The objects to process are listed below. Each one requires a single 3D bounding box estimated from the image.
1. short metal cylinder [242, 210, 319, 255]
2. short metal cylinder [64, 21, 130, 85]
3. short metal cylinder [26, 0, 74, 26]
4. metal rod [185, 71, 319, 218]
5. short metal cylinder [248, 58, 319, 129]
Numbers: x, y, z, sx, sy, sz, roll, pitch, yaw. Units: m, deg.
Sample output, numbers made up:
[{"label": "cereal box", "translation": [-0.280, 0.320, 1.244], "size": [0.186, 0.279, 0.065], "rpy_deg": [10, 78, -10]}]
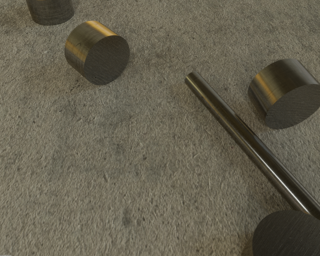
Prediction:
[{"label": "short metal cylinder", "translation": [0.120, 0.123, 0.284], "size": [0.081, 0.050, 0.080], "rpy_deg": [0, 50, 0]}, {"label": "short metal cylinder", "translation": [-0.092, -0.111, 0.460], "size": [0.080, 0.080, 0.050], "rpy_deg": [-35, 59, -26]}, {"label": "short metal cylinder", "translation": [-0.208, -0.238, 0.585], "size": [0.081, 0.050, 0.080], "rpy_deg": [0, 50, 0]}, {"label": "metal rod", "translation": [0.118, 0.027, 0.381], "size": [0.025, 0.025, 0.300], "rpy_deg": [-22, 54, -17]}, {"label": "short metal cylinder", "translation": [0.164, -0.043, 0.405], "size": [0.081, 0.080, 0.050], "rpy_deg": [-12, 51, -10]}]
